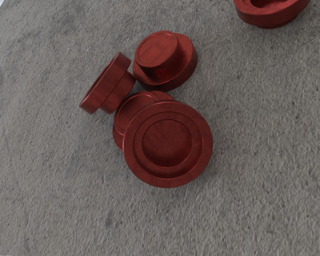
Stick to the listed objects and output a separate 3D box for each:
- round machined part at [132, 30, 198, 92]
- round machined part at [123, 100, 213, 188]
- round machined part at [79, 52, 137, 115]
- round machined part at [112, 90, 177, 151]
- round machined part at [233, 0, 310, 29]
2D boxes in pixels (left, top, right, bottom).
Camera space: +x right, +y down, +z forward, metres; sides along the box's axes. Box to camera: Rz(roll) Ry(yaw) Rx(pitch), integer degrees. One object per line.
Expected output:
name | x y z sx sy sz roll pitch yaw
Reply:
round machined part | 0.002 -0.104 0.456 0.098 0.042 0.098 -13 56 21
round machined part | 0.008 0.015 0.357 0.098 0.098 0.042 -37 12 4
round machined part | -0.071 -0.058 0.446 0.098 0.042 0.098 -47 18 21
round machined part | -0.022 -0.010 0.411 0.098 0.042 0.098 -13 56 21
round machined part | 0.153 -0.174 0.420 0.098 0.042 0.098 -13 56 21
